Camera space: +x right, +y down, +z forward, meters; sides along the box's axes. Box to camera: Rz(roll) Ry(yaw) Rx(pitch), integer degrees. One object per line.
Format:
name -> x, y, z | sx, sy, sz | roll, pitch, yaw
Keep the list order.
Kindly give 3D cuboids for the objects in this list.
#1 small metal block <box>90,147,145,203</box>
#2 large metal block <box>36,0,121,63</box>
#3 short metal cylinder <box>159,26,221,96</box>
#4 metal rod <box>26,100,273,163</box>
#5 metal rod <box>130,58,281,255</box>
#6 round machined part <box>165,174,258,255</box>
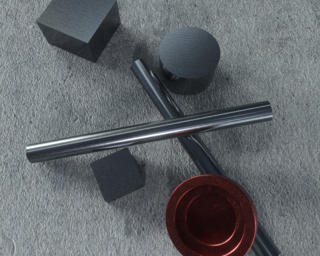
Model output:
small metal block -> -0.053, 0.059, 0.386 | 0.050, 0.025, 0.050 | -24, 72, -9
large metal block -> -0.114, -0.153, 0.450 | 0.080, 0.050, 0.080 | 24, 72, 8
short metal cylinder -> 0.039, -0.092, 0.429 | 0.081, 0.050, 0.080 | 0, 70, 0
metal rod -> -0.016, 0.006, 0.384 | 0.302, 0.025, 0.025 | -10, 70, 4
metal rod -> 0.048, 0.029, 0.397 | 0.025, 0.025, 0.299 | -30, 73, -11
round machined part -> 0.059, 0.101, 0.350 | 0.098, 0.042, 0.097 | -2, 85, 22
